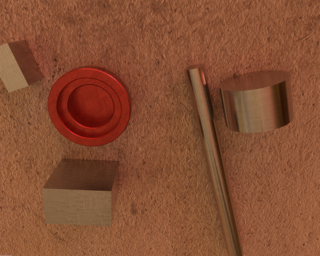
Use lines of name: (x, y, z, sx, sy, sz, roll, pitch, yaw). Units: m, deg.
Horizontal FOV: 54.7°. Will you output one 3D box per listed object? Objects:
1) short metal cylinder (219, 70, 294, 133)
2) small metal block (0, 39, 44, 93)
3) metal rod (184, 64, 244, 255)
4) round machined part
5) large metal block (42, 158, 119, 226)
short metal cylinder: (0.115, -0.034, 0.370, 0.080, 0.080, 0.050, -13, 110, 4)
small metal block: (-0.169, -0.075, 0.367, 0.025, 0.050, 0.050, -18, 109, 6)
metal rod: (0.080, 0.060, 0.432, 0.025, 0.025, 0.298, -14, 110, 5)
round machined part: (-0.085, -0.030, 0.389, 0.099, 0.042, 0.097, 0, 110, -1)
large metal block: (-0.099, 0.082, 0.409, 0.081, 0.080, 0.050, 3, 110, -2)
